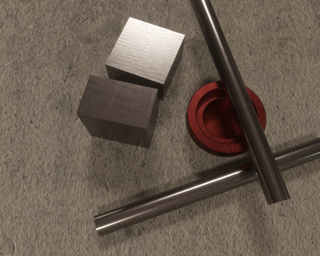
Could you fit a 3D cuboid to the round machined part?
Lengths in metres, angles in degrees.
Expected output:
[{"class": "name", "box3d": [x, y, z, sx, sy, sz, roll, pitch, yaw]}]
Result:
[{"class": "round machined part", "box3d": [0.083, -0.009, 0.403, 0.099, 0.042, 0.098, 0, 70, -1]}]

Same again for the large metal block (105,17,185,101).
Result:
[{"class": "large metal block", "box3d": [-0.019, -0.095, 0.429, 0.080, 0.050, 0.080, 20, 71, 7]}]

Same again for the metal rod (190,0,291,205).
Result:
[{"class": "metal rod", "box3d": [0.090, -0.056, 0.385, 0.025, 0.025, 0.299, -14, 70, -5]}]

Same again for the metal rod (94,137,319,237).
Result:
[{"class": "metal rod", "box3d": [0.069, 0.070, 0.383, 0.302, 0.025, 0.025, -18, 71, -7]}]

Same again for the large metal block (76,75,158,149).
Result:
[{"class": "large metal block", "box3d": [-0.047, -0.017, 0.385, 0.080, 0.080, 0.050, 12, 71, 4]}]
